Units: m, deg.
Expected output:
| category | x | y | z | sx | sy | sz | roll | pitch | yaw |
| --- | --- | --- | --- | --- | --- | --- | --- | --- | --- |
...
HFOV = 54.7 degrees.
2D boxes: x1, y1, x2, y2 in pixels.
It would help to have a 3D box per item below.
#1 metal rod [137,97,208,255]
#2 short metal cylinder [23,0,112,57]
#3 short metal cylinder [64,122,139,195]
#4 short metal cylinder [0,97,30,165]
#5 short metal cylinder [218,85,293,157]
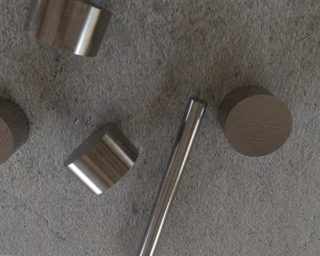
| category | x | y | z | sx | sy | sz | roll | pitch | yaw |
| --- | --- | --- | --- | --- | --- | --- | --- | --- | --- |
| metal rod | 0.008 | 0.099 | 0.446 | 0.025 | 0.025 | 0.298 | 15 | 109 | -6 |
| short metal cylinder | -0.099 | -0.117 | 0.336 | 0.080 | 0.080 | 0.050 | 22 | 109 | -8 |
| short metal cylinder | -0.074 | 0.037 | 0.394 | 0.080 | 0.080 | 0.050 | -37 | 106 | 12 |
| short metal cylinder | -0.217 | 0.004 | 0.396 | 0.081 | 0.050 | 0.079 | 0 | 110 | 0 |
| short metal cylinder | 0.118 | -0.010 | 0.394 | 0.081 | 0.050 | 0.079 | 0 | 110 | 0 |
